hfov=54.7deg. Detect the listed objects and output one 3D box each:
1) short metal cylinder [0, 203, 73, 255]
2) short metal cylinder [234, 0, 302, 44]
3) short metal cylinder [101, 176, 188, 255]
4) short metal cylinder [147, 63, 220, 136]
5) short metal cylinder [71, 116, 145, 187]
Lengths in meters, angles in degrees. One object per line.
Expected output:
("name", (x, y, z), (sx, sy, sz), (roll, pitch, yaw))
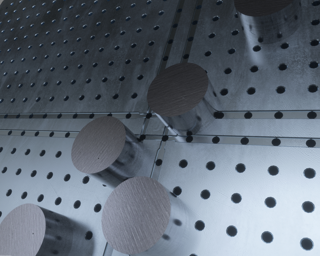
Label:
("short metal cylinder", (-0.158, 0.141, 0.387), (0.080, 0.050, 0.080), (-13, 56, 20))
("short metal cylinder", (0.145, -0.160, 0.414), (0.080, 0.050, 0.080), (-13, 56, 20))
("short metal cylinder", (-0.016, 0.099, 0.338), (0.080, 0.050, 0.080), (-13, 56, 20))
("short metal cylinder", (0.031, -0.037, 0.398), (0.080, 0.050, 0.080), (-13, 56, 20))
("short metal cylinder", (-0.068, 0.031, 0.407), (0.080, 0.050, 0.080), (-13, 56, 20))
